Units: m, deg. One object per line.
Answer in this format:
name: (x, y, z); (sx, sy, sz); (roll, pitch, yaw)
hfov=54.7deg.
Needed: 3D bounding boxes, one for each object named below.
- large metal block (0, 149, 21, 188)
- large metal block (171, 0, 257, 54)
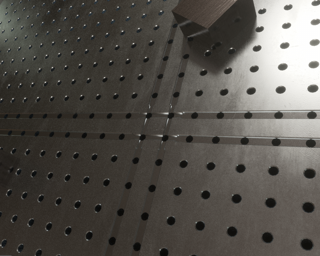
large metal block: (-0.289, 0.051, 0.490); (0.080, 0.080, 0.050); (7, 65, 31)
large metal block: (0.079, -0.168, 0.453); (0.080, 0.050, 0.080); (-45, 51, -3)
